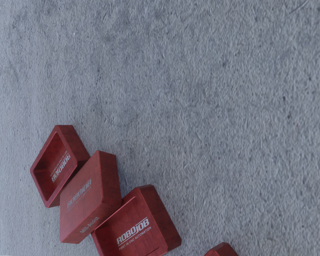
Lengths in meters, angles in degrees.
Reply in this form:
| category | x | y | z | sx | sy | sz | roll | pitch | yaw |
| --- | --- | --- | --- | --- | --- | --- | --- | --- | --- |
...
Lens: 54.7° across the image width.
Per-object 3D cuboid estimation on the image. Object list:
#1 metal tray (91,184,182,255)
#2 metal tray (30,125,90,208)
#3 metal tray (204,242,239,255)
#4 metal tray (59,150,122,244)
| category | x | y | z | sx | sy | sz | roll | pitch | yaw |
| --- | --- | --- | --- | --- | --- | --- | --- | --- | --- |
| metal tray | -0.040 | 0.150 | 0.434 | 0.129 | 0.030 | 0.090 | -44 | 64 | 31 |
| metal tray | -0.179 | 0.068 | 0.549 | 0.129 | 0.030 | 0.090 | -51 | 60 | 28 |
| metal tray | 0.082 | 0.205 | 0.334 | 0.130 | 0.030 | 0.089 | 48 | 118 | 29 |
| metal tray | -0.110 | 0.106 | 0.472 | 0.129 | 0.030 | 0.090 | -46 | 40 | 30 |
